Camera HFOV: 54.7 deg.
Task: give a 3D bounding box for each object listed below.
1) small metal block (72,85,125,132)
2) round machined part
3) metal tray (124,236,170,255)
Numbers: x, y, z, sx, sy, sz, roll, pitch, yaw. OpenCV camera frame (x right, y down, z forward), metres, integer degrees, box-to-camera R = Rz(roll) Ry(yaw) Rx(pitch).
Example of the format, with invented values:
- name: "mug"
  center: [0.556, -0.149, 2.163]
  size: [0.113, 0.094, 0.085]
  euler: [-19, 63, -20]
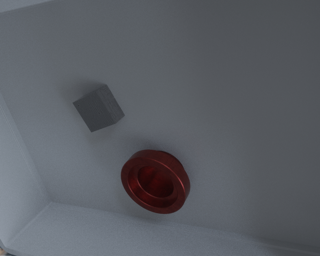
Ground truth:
- name: "small metal block"
  center: [-0.086, -0.027, 0.436]
  size: [0.050, 0.025, 0.050]
  euler: [-18, 109, 34]
- name: "round machined part"
  center: [-0.003, 0.071, 0.442]
  size: [0.098, 0.042, 0.097]
  euler: [13, 124, 20]
- name: "metal tray"
  center: [-0.007, 0.267, 0.575]
  size: [0.130, 0.030, 0.089]
  euler: [33, 129, 6]
